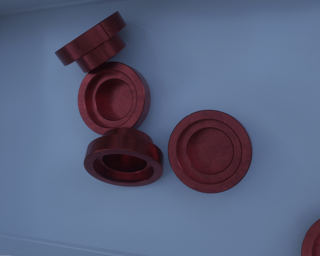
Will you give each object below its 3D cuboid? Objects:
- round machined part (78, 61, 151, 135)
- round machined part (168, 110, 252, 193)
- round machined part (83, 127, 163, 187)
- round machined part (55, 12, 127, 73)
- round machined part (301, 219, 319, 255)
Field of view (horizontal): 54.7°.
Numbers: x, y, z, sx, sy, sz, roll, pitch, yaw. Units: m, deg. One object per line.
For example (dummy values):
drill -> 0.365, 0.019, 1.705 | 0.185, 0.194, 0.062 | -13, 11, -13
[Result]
round machined part -> -0.058, -0.038, 0.421 | 0.098, 0.042, 0.097 | 0, 90, 19
round machined part -> 0.063, 0.027, 0.379 | 0.098, 0.042, 0.097 | 0, 90, 19
round machined part -> -0.044, 0.035, 0.396 | 0.098, 0.098, 0.042 | -10, 52, 19
round machined part -> -0.084, -0.109, 0.408 | 0.098, 0.098, 0.042 | -27, 113, 17
round machined part -> 0.202, 0.138, 0.316 | 0.098, 0.042, 0.098 | -20, 53, 30
